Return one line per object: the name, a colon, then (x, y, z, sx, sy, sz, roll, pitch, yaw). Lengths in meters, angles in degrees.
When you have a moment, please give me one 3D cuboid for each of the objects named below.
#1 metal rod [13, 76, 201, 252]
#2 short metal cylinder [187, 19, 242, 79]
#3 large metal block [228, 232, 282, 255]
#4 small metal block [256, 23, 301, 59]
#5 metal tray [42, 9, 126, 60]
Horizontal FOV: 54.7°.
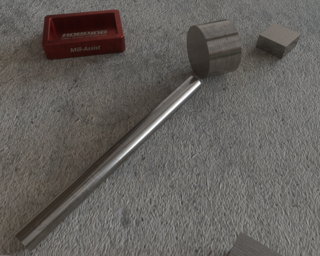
metal rod: (-0.043, 0.024, 0.382, 0.025, 0.025, 0.301, 31, 56, 23)
short metal cylinder: (0.080, -0.119, 0.468, 0.050, 0.080, 0.080, -16, 52, -13)
large metal block: (0.084, 0.151, 0.261, 0.080, 0.050, 0.080, 26, 55, 20)
small metal block: (0.203, -0.150, 0.532, 0.050, 0.025, 0.050, 36, 58, 26)
metal tray: (-0.130, -0.164, 0.535, 0.131, 0.030, 0.090, -8, 51, -7)
